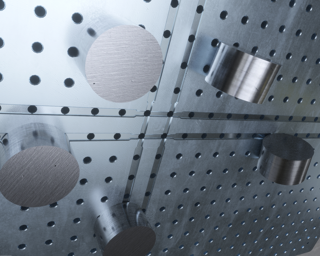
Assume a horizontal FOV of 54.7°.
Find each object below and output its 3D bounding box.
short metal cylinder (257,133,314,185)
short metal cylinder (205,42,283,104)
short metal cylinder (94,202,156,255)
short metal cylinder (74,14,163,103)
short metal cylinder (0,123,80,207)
[{"bbox_3d":[0.209,0.051,0.521,0.081,0.080,0.050,-12,124,-22],"label":"short metal cylinder"},{"bbox_3d":[0.104,-0.070,0.389,0.081,0.080,0.050,7,115,-32],"label":"short metal cylinder"},{"bbox_3d":[-0.053,0.159,0.464,0.081,0.050,0.079,-14,124,-21],"label":"short metal cylinder"},{"bbox_3d":[-0.044,-0.073,0.325,0.081,0.050,0.079,-14,124,-21],"label":"short metal cylinder"},{"bbox_3d":[-0.136,0.041,0.346,0.081,0.050,0.079,-14,124,-21],"label":"short metal cylinder"}]
